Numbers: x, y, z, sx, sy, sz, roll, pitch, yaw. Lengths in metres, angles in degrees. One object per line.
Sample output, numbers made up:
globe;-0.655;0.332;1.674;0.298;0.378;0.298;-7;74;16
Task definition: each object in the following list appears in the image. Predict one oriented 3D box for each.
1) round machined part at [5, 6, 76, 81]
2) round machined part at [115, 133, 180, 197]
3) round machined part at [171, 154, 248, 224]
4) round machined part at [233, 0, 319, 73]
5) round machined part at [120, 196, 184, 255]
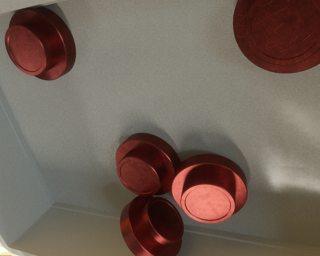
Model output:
round machined part;-0.167;-0.109;0.418;0.098;0.042;0.097;13;124;20
round machined part;-0.022;0.059;0.446;0.098;0.042;0.097;13;124;21
round machined part;0.063;0.085;0.403;0.098;0.042;0.097;5;122;9
round machined part;0.114;-0.095;0.278;0.098;0.042;0.097;13;124;21
round machined part;-0.005;0.138;0.441;0.098;0.098;0.042;45;118;-3
